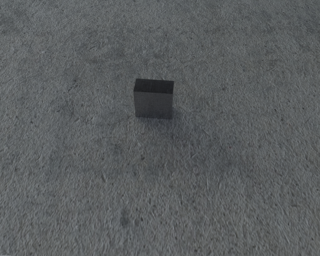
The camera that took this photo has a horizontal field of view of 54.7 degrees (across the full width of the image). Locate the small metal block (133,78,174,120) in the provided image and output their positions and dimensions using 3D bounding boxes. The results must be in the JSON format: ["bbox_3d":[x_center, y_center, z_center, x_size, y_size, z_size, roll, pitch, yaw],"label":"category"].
[{"bbox_3d":[-0.008,-0.039,0.420,0.050,0.050,0.025,4,50,3],"label":"small metal block"}]
